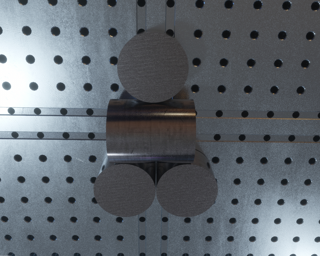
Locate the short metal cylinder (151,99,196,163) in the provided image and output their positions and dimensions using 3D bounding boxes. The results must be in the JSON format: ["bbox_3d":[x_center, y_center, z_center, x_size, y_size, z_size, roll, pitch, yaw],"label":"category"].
[{"bbox_3d":[0.015,0.004,0.386,0.050,0.080,0.079,0,110,-1],"label":"short metal cylinder"}]

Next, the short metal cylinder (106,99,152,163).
[{"bbox_3d":[-0.035,0.004,0.385,0.050,0.080,0.079,0,110,-1],"label":"short metal cylinder"}]

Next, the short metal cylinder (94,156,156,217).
[{"bbox_3d":[-0.046,0.074,0.426,0.081,0.050,0.079,0,110,-1],"label":"short metal cylinder"}]

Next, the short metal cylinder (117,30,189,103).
[{"bbox_3d":[-0.008,-0.076,0.372,0.081,0.050,0.079,0,110,-1],"label":"short metal cylinder"}]

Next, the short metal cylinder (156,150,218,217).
[{"bbox_3d":[0.035,0.074,0.426,0.081,0.050,0.079,0,110,-1],"label":"short metal cylinder"}]
